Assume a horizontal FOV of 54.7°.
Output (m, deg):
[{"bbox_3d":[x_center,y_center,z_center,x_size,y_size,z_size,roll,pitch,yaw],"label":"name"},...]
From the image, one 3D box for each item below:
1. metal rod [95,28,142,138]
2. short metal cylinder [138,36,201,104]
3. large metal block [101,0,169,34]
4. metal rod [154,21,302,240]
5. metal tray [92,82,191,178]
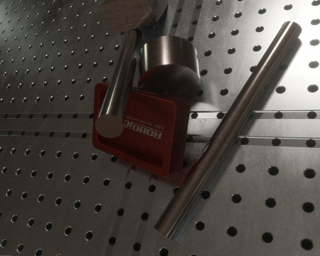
[{"bbox_3d":[-0.044,-0.080,0.401,0.025,0.025,0.300,-23,29,14],"label":"metal rod"},{"bbox_3d":[0.012,-0.074,0.411,0.080,0.080,0.050,-15,55,20],"label":"short metal cylinder"},{"bbox_3d":[-0.040,-0.209,0.524,0.080,0.050,0.080,-6,39,24],"label":"large metal block"},{"bbox_3d":[0.087,-0.007,0.366,0.025,0.025,0.300,25,75,36],"label":"metal rod"},{"bbox_3d":[-0.029,-0.003,0.388,0.130,0.030,0.089,18,110,34],"label":"metal tray"}]
